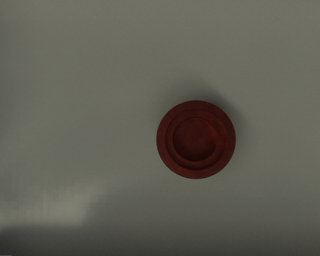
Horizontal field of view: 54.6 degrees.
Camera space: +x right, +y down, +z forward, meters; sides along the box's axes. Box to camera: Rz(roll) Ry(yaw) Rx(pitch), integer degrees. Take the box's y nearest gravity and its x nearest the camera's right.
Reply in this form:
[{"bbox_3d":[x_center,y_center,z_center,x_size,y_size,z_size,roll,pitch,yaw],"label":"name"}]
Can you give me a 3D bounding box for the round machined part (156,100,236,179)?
[{"bbox_3d":[0.045,0.014,0.403,0.099,0.042,0.097,0,90,0],"label":"round machined part"}]
